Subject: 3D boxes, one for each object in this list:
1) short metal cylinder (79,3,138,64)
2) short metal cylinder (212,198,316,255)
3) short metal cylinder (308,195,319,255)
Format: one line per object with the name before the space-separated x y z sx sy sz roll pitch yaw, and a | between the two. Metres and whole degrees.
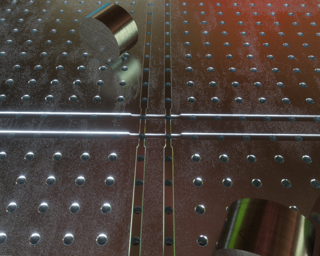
short metal cylinder | -0.082 -0.151 0.498 0.080 0.080 0.050 26 55 19
short metal cylinder | 0.095 0.109 0.282 0.080 0.080 0.050 20 53 15
short metal cylinder | 0.173 0.104 0.287 0.050 0.080 0.080 17 52 13
